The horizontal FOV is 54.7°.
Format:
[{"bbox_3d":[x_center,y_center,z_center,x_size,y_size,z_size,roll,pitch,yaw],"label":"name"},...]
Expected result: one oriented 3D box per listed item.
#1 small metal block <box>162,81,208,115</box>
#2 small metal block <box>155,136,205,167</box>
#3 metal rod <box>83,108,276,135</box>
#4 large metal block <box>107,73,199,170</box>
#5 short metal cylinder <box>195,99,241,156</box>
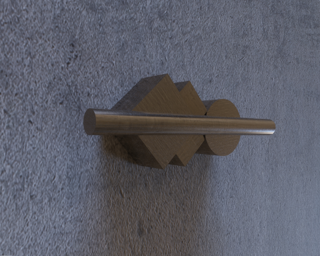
[{"bbox_3d":[0.027,-0.033,0.413,0.025,0.050,0.050,-50,120,-28],"label":"small metal block"},{"bbox_3d":[0.023,0.022,0.410,0.050,0.050,0.025,-50,120,-28],"label":"small metal block"},{"bbox_3d":[0.051,-0.003,0.381,0.302,0.025,0.025,1,90,-40],"label":"metal rod"},{"bbox_3d":[-0.009,-0.008,0.380,0.080,0.050,0.080,-50,119,-28],"label":"large metal block"},{"bbox_3d":[0.073,-0.001,0.450,0.081,0.050,0.080,0,90,-40],"label":"short metal cylinder"}]
